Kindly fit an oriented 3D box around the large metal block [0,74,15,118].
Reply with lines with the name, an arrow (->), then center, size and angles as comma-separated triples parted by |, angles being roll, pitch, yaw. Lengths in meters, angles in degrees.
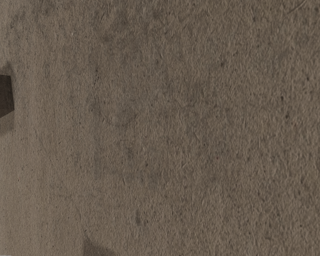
large metal block -> -0.373, -0.069, 0.692 | 0.080, 0.050, 0.080 | -17, 79, 38
